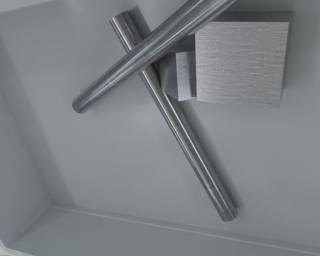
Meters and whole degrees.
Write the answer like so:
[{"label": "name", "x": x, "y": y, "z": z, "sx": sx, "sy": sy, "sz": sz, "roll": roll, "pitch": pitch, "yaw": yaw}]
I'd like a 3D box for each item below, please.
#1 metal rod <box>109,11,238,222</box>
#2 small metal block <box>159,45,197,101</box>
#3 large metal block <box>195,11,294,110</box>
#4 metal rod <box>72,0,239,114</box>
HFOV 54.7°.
[{"label": "metal rod", "x": 0.025, "y": -0.003, "z": 0.392, "sx": 0.025, "sy": 0.025, "sz": 0.299, "roll": -19, "pitch": 109, "yaw": 35}, {"label": "small metal block", "x": 0.020, "y": -0.061, "z": 0.338, "sx": 0.050, "sy": 0.025, "sz": 0.050, "roll": -137, "pitch": 38, "yaw": -60}, {"label": "large metal block", "x": 0.082, "y": -0.069, "z": 0.306, "sx": 0.080, "sy": 0.050, "sz": 0.079, "roll": 8, "pitch": 122, "yaw": 23}, {"label": "metal rod", "x": -0.026, "y": -0.072, "z": 0.335, "sx": 0.299, "sy": 0.025, "sz": 0.025, "roll": -24, "pitch": 106, "yaw": 49}]
